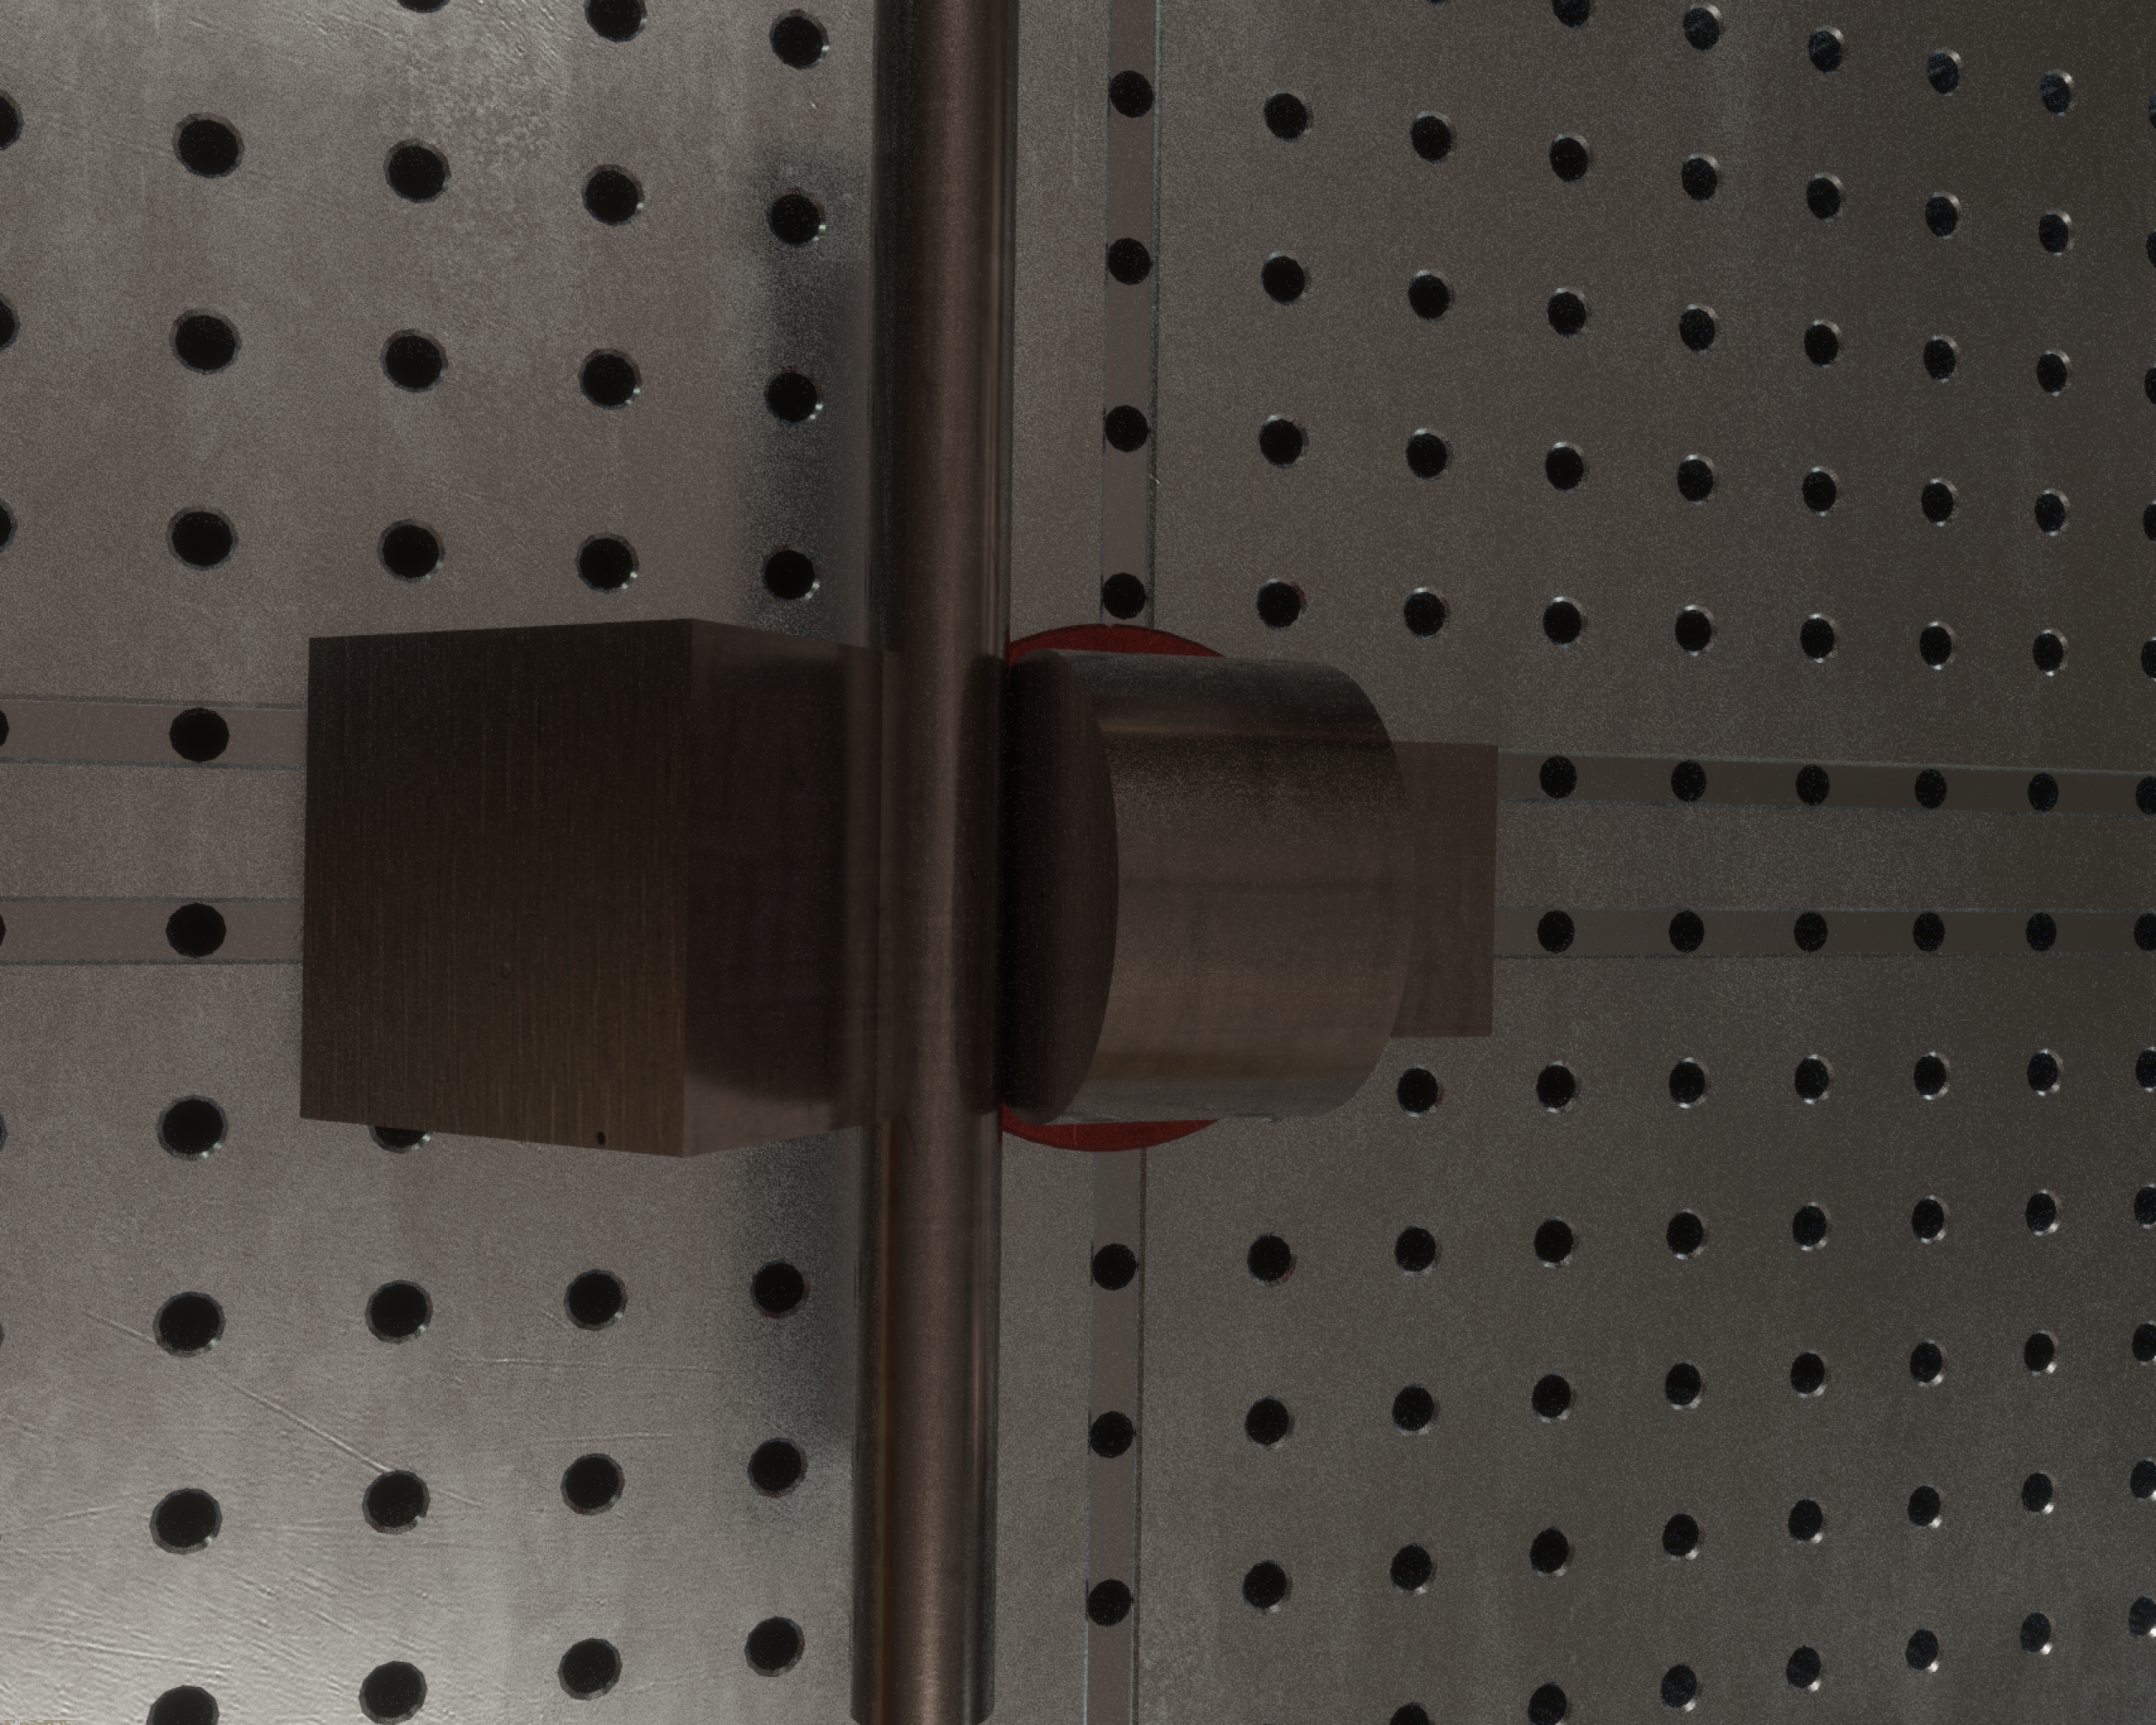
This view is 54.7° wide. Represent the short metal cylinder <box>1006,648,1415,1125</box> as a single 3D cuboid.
[{"bbox_3d":[0.016,0.004,0.358,0.050,0.080,0.079,1,90,-20],"label":"short metal cylinder"}]

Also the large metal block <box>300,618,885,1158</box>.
[{"bbox_3d":[-0.081,0.003,0.348,0.050,0.080,0.079,1,90,-62],"label":"large metal block"}]

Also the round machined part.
[{"bbox_3d":[0.000,0.004,0.403,0.099,0.042,0.097,0,90,-21],"label":"round machined part"}]

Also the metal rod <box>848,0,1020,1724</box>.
[{"bbox_3d":[-0.025,-0.003,0.360,0.025,0.025,0.298,1,90,-20],"label":"metal rod"}]

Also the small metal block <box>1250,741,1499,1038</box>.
[{"bbox_3d":[0.051,0.004,0.374,0.025,0.050,0.050,1,90,-20],"label":"small metal block"}]
